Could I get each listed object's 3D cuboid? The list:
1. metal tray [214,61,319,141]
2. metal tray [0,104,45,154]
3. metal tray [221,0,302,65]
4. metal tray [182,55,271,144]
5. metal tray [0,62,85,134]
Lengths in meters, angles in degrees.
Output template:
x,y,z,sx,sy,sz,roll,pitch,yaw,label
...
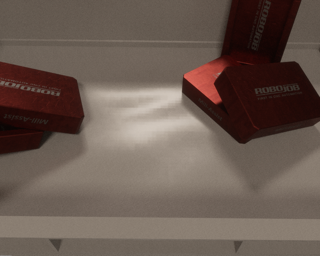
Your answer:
x,y,z,sx,sy,sz,roll,pitch,yaw,label
0.145,-0.039,0.403,0.131,0.030,0.090,-10,65,-26,metal tray
-0.214,-0.024,0.387,0.091,0.030,0.130,-8,48,-45,metal tray
0.148,-0.153,0.465,0.090,0.129,0.030,14,40,11,metal tray
0.105,-0.046,0.442,0.091,0.030,0.130,-29,56,-23,metal tray
-0.169,-0.040,0.390,0.131,0.030,0.090,9,38,-31,metal tray
